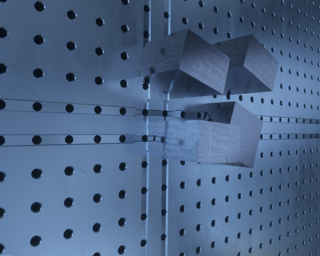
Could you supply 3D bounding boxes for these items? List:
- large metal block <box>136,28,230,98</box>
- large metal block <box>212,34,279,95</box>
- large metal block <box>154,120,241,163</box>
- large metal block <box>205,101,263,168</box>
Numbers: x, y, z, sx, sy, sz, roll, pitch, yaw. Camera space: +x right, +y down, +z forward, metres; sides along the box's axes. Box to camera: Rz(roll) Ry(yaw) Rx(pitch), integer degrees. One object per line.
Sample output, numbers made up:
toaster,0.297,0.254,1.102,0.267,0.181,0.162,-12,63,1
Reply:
large metal block,0.030,-0.078,0.400,0.080,0.080,0.050,21,77,-39
large metal block,0.123,-0.093,0.479,0.080,0.080,0.050,27,73,-37
large metal block,0.050,0.018,0.418,0.081,0.080,0.050,6,86,-40
large metal block,0.113,0.012,0.490,0.080,0.050,0.080,27,73,-37
